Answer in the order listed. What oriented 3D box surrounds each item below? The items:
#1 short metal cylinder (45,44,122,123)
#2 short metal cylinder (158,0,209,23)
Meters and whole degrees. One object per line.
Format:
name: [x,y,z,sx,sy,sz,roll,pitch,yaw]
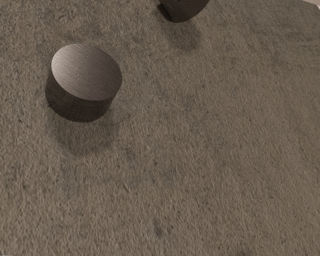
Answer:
short metal cylinder: [-0.092,-0.053,0.372,0.081,0.050,0.080,14,56,-21]
short metal cylinder: [0.041,-0.229,0.533,0.081,0.080,0.050,-22,74,-36]
